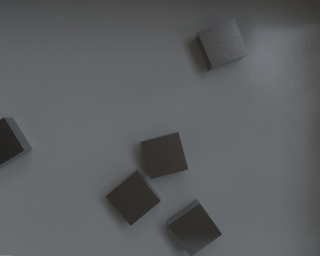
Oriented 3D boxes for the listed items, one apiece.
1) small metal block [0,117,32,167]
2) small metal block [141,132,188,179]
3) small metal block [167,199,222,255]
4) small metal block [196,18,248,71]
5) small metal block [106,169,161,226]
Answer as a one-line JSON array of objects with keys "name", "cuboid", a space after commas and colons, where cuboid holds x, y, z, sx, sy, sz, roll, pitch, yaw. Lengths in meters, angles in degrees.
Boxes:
[{"name": "small metal block", "cuboid": [-0.208, 0.020, 0.409, 0.050, 0.025, 0.050, -31, 90, -1]}, {"name": "small metal block", "cuboid": [0.006, 0.036, 0.412, 0.050, 0.025, 0.050, -15, 90, -1]}, {"name": "small metal block", "cuboid": [0.045, 0.132, 0.412, 0.050, 0.025, 0.050, -35, 90, 0]}, {"name": "small metal block", "cuboid": [0.082, -0.110, 0.412, 0.050, 0.025, 0.050, -22, 90, -1]}, {"name": "small metal block", "cuboid": [-0.035, 0.091, 0.411, 0.050, 0.025, 0.050, -40, 91, 0]}]
